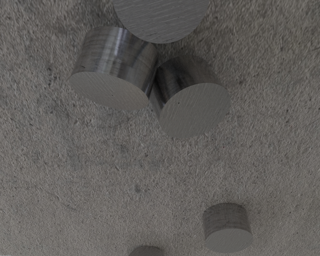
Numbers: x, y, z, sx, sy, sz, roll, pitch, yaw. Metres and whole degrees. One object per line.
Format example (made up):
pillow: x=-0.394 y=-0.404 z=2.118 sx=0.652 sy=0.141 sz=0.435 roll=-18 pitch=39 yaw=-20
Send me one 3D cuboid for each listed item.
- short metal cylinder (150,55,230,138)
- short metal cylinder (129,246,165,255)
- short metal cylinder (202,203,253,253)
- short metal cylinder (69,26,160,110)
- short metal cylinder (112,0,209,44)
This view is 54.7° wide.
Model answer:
short metal cylinder: x=0.031 y=-0.034 z=0.348 sx=0.081 sy=0.050 sz=0.080 roll=-12 pitch=139 yaw=-11
short metal cylinder: x=-0.028 y=0.282 z=0.611 sx=0.081 sy=0.080 sz=0.050 roll=5 pitch=130 yaw=-5
short metal cylinder: x=0.117 y=0.175 z=0.541 sx=0.081 sy=0.050 sz=0.079 roll=0 pitch=130 yaw=0
short metal cylinder: x=-0.045 y=-0.058 z=0.318 sx=0.080 sy=0.050 sz=0.080 roll=11 pitch=161 yaw=4
short metal cylinder: x=-0.001 y=-0.119 z=0.274 sx=0.081 sy=0.050 sz=0.079 roll=-2 pitch=112 yaw=-5
